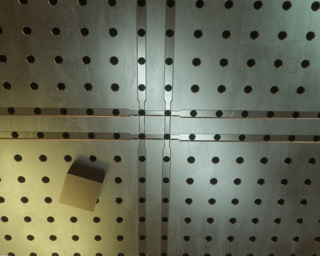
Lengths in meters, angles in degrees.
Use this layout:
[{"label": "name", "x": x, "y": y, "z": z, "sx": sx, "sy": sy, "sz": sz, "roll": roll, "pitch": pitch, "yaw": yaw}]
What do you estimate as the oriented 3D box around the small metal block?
[{"label": "small metal block", "x": -0.111, "y": 0.087, "z": 0.444, "sx": 0.050, "sy": 0.025, "sz": 0.050, "roll": 18, "pitch": 109, "yaw": -7}]
